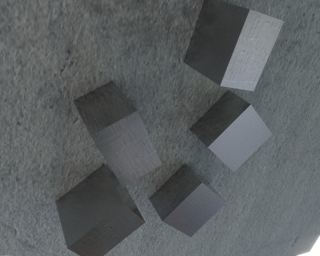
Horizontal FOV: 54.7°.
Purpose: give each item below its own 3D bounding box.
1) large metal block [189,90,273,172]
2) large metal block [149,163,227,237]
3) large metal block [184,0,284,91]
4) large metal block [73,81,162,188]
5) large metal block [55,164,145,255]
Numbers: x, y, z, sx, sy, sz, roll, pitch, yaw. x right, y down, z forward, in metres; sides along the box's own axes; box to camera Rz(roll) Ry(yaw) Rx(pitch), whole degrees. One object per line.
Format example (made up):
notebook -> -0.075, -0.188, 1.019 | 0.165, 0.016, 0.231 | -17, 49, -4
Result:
large metal block -> 0.104, 0.006, 0.453 | 0.080, 0.050, 0.080 | -46, 130, 3
large metal block -> 0.044, 0.115, 0.488 | 0.080, 0.050, 0.080 | -45, 130, 3
large metal block -> 0.080, -0.097, 0.357 | 0.050, 0.080, 0.079 | 4, 117, -31
large metal block -> -0.048, 0.005, 0.349 | 0.050, 0.080, 0.080 | -30, 129, -10
large metal block -> -0.078, 0.107, 0.396 | 0.080, 0.080, 0.050 | -38, 130, -3
